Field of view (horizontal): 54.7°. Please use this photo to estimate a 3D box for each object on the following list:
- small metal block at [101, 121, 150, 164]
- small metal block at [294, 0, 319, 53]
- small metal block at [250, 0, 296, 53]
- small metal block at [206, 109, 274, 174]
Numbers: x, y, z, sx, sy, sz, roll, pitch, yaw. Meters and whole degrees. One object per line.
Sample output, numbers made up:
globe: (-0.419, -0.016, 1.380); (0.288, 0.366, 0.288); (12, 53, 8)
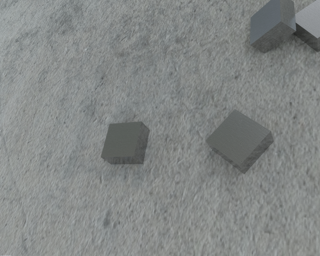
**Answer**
small metal block: (-0.046, 0.020, 0.414); (0.050, 0.025, 0.050); (-4, 60, 26)
small metal block: (0.198, -0.128, 0.379); (0.050, 0.025, 0.050); (-33, 52, 6)
small metal block: (0.142, -0.133, 0.394); (0.050, 0.025, 0.050); (-35, 39, 54)
small metal block: (0.089, 0.015, 0.348); (0.050, 0.025, 0.050); (-47, 52, -5)
